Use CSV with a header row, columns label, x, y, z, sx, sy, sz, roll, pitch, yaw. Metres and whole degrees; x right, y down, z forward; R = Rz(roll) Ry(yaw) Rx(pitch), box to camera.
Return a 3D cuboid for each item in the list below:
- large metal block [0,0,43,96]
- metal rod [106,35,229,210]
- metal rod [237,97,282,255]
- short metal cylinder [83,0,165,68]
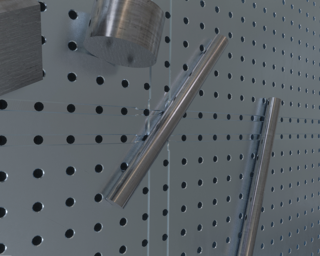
label,x,y,z,sx,sy,sz,roll,pitch,yaw
large metal block,-0.144,-0.068,0.244,0.081,0.080,0.050,-33,69,-35
metal rod,0.022,-0.024,0.427,0.025,0.025,0.300,49,61,-29
metal rod,0.182,0.087,0.562,0.025,0.025,0.299,25,75,-38
short metal cylinder,-0.038,-0.105,0.341,0.080,0.080,0.050,18,79,-39
